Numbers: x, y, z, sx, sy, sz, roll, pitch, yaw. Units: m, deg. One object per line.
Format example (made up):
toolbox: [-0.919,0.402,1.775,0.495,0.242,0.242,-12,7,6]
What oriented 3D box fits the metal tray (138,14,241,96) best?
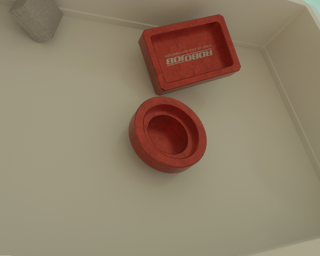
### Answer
metal tray: [0.044,-0.108,0.454,0.131,0.030,0.090,-18,87,-17]

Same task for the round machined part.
round machined part: [0.006,0.012,0.392,0.099,0.042,0.098,14,56,-21]

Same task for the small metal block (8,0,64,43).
small metal block: [-0.156,-0.147,0.395,0.050,0.025,0.050,53,36,-47]

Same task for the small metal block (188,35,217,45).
small metal block: [0.064,-0.136,0.509,0.050,0.050,0.025,29,52,-10]
